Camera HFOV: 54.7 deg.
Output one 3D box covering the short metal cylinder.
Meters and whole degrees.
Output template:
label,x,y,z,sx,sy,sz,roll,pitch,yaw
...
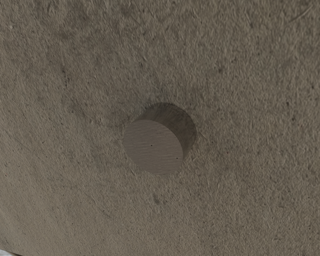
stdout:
label,x,y,z,sx,sy,sz,roll,pitch,yaw
short metal cylinder,0.001,0.013,0.399,0.080,0.050,0.079,13,124,20
